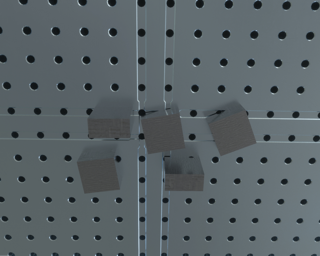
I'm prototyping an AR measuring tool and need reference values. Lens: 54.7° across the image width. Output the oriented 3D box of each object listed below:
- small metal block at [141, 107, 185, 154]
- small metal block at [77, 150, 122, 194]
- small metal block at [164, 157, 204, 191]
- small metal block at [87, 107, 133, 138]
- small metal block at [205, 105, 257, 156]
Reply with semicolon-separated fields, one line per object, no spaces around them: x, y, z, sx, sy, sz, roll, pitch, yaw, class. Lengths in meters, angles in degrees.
0.004;0.004;0.415;0.050;0.025;0.050;-10;110;3;small metal block
-0.084;0.061;0.435;0.050;0.025;0.050;-7;110;2;small metal block
0.031;0.062;0.423;0.050;0.050;0.025;1;110;-1;small metal block
-0.061;-0.008;0.396;0.050;0.050;0.025;0;110;-1;small metal block
0.095;0.003;0.416;0.050;0.025;0.050;-21;109;7;small metal block
